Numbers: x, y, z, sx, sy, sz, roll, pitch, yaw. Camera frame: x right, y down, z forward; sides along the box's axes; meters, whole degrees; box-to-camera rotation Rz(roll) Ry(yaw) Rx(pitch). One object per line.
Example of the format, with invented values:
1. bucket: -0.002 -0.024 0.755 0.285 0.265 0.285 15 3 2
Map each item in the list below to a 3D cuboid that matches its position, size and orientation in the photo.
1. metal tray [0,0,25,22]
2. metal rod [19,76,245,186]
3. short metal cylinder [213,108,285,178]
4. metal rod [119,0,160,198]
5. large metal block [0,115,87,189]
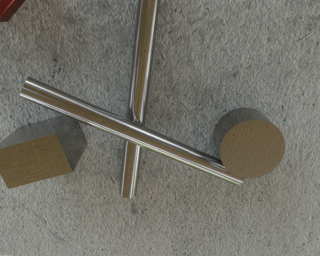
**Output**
1. metal tray: -0.199 -0.192 0.333 0.090 0.030 0.130 -42 105 13
2. metal rod: -0.018 0.012 0.388 0.302 0.025 0.025 24 109 -19
3. short metal cylinder: 0.114 0.019 0.405 0.081 0.050 0.079 0 110 -1
4. metal rod: -0.027 -0.045 0.392 0.025 0.025 0.298 7 110 -3
5. large metal block: -0.146 0.025 0.388 0.080 0.080 0.050 -15 110 5
